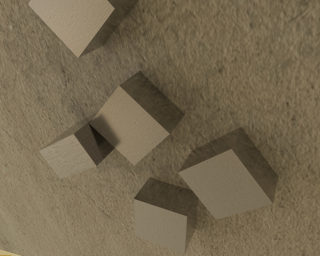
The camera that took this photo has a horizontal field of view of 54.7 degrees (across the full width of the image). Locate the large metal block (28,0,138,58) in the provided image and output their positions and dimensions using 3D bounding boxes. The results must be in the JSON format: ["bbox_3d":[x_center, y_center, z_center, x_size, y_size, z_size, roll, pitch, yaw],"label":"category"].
[{"bbox_3d":[-0.086,-0.141,0.347,0.080,0.050,0.080,48,129,-6],"label":"large metal block"}]

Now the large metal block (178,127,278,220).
[{"bbox_3d":[0.084,0.057,0.381,0.080,0.050,0.080,-31,102,37],"label":"large metal block"}]

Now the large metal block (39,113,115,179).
[{"bbox_3d":[-0.106,0.021,0.438,0.080,0.080,0.050,-22,107,36],"label":"large metal block"}]

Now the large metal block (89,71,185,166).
[{"bbox_3d":[-0.030,-0.011,0.398,0.080,0.050,0.080,44,129,-3],"label":"large metal block"}]

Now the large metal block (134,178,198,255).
[{"bbox_3d":[0.010,0.131,0.465,0.080,0.050,0.079,13,124,20],"label":"large metal block"}]
